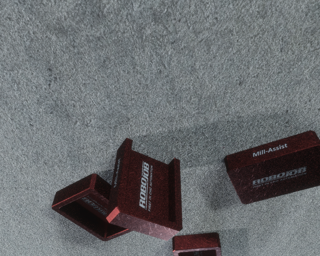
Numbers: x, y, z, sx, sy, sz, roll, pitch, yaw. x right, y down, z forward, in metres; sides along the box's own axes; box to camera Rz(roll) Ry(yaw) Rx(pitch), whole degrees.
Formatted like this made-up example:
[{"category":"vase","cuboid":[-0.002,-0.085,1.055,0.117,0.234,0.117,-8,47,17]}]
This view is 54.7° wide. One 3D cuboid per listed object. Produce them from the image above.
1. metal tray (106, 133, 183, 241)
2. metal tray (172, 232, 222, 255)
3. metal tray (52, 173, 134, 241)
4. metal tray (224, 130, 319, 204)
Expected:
[{"category":"metal tray","cuboid":[-0.017,0.076,0.419,0.090,0.130,0.030,24,128,-20]},{"category":"metal tray","cuboid":[0.078,0.263,0.628,0.090,0.030,0.129,-7,130,6]},{"category":"metal tray","cuboid":[-0.100,0.137,0.519,0.090,0.030,0.130,-28,125,21]},{"category":"metal tray","cuboid":[0.172,0.062,0.458,0.130,0.030,0.090,-19,128,15]}]
